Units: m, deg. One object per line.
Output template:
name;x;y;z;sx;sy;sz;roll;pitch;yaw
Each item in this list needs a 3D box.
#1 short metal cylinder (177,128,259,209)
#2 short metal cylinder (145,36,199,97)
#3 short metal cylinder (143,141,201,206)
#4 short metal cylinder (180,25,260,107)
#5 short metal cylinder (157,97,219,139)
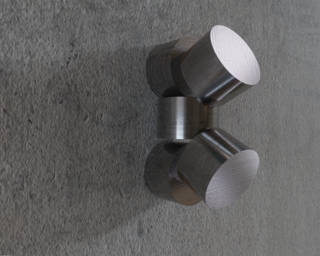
short metal cylinder;0.068;0.046;0.360;0.081;0.050;0.079;-21;129;-27
short metal cylinder;0.027;-0.077;0.413;0.081;0.050;0.080;0;90;-40
short metal cylinder;0.025;0.058;0.411;0.081;0.050;0.080;0;90;-40
short metal cylinder;0.071;-0.072;0.365;0.080;0.050;0.080;21;52;-30
short metal cylinder;0.036;-0.011;0.401;0.081;0.080;0.050;2;89;-40
